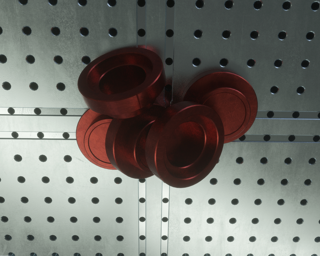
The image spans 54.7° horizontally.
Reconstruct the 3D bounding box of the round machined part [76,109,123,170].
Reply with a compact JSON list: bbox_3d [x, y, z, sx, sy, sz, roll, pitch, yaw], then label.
[{"bbox_3d":[-0.062,0.012,0.408,0.099,0.042,0.097,0,110,-1],"label":"round machined part"}]

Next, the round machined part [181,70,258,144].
[{"bbox_3d":[0.077,-0.023,0.397,0.099,0.042,0.097,0,110,-1],"label":"round machined part"}]

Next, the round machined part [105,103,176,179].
[{"bbox_3d":[-0.014,0.018,0.385,0.099,0.042,0.097,-12,110,-36],"label":"round machined part"}]

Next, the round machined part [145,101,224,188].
[{"bbox_3d":[0.024,0.016,0.359,0.099,0.042,0.097,-12,112,-31],"label":"round machined part"}]

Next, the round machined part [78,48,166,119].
[{"bbox_3d":[-0.041,-0.049,0.361,0.099,0.098,0.042,-12,135,4],"label":"round machined part"}]
